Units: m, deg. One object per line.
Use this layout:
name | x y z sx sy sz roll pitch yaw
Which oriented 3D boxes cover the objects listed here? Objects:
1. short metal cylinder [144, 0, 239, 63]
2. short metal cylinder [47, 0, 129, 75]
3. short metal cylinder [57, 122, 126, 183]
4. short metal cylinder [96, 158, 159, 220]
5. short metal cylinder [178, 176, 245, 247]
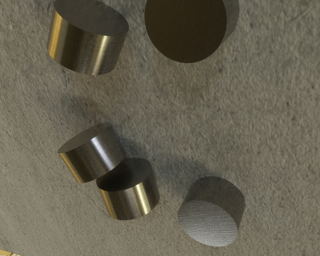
short metal cylinder | 0.032 -0.110 0.305 0.080 0.050 0.079 13 124 20
short metal cylinder | -0.081 -0.104 0.348 0.080 0.080 0.050 33 129 6
short metal cylinder | -0.096 0.034 0.441 0.080 0.080 0.050 -16 110 34
short metal cylinder | -0.045 0.086 0.446 0.080 0.080 0.050 0 118 28
short metal cylinder | 0.071 0.113 0.422 0.080 0.050 0.079 13 124 20
